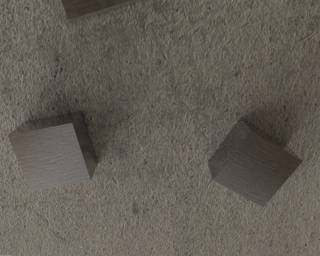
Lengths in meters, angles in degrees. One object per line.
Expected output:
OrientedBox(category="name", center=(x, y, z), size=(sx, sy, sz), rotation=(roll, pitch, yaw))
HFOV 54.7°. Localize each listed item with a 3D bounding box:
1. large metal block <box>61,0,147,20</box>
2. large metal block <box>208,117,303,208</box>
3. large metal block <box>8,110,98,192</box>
OrientedBox(category="large metal block", center=(-0.057, -0.151, 0.324), size=(0.080, 0.080, 0.050), rotation=(-15, 110, 5))
OrientedBox(category="large metal block", center=(0.123, 0.045, 0.414), size=(0.080, 0.050, 0.080), rotation=(29, 107, -11))
OrientedBox(category="large metal block", center=(-0.135, 0.029, 0.406), size=(0.080, 0.050, 0.079), rotation=(-11, 110, 4))
